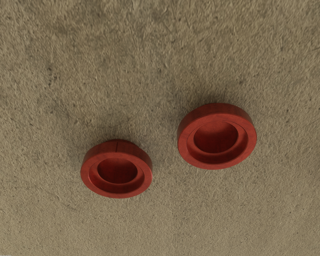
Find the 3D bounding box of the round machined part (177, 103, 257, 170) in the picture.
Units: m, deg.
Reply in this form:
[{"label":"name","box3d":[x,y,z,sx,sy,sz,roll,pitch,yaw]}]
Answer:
[{"label":"round machined part","box3d":[0.071,0.006,0.402,0.099,0.042,0.097,0,130,0]}]

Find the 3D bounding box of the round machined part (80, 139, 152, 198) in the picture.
[{"label":"round machined part","box3d":[-0.060,0.054,0.441,0.099,0.042,0.097,0,130,0]}]
